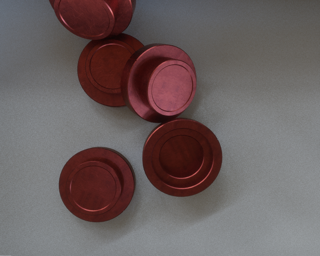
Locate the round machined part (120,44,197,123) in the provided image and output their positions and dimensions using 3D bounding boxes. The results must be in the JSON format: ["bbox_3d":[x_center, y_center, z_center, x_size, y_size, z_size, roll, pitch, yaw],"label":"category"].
[{"bbox_3d":[0.005,-0.052,0.380,0.099,0.042,0.097,-11,113,-28],"label":"round machined part"}]

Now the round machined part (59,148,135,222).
[{"bbox_3d":[-0.082,0.074,0.402,0.099,0.042,0.097,0,90,-1],"label":"round machined part"}]

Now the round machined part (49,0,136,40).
[{"bbox_3d":[-0.080,-0.140,0.350,0.099,0.097,0.042,12,58,-1],"label":"round machined part"}]

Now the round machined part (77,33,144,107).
[{"bbox_3d":[-0.058,-0.076,0.402,0.099,0.042,0.097,0,90,-1],"label":"round machined part"}]

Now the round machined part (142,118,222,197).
[{"bbox_3d":[0.027,0.035,0.399,0.099,0.042,0.097,-1,98,-4],"label":"round machined part"}]
